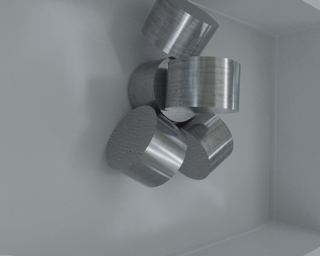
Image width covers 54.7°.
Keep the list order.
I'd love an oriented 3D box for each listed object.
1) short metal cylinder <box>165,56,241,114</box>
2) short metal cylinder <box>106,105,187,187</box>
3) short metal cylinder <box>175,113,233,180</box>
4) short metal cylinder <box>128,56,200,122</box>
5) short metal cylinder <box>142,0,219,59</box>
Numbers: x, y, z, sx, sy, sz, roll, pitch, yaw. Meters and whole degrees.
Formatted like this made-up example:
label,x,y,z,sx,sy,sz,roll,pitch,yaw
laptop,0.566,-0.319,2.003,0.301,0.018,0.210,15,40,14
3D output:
label,x,y,z,sx,sy,sz,roll,pitch,yaw
short metal cylinder,0.047,-0.044,0.342,0.081,0.080,0.050,4,88,-40
short metal cylinder,-0.016,0.021,0.355,0.050,0.080,0.080,36,68,-34
short metal cylinder,0.049,0.021,0.409,0.050,0.080,0.080,-35,112,-34
short metal cylinder,0.007,-0.047,0.393,0.081,0.050,0.080,0,90,-40
short metal cylinder,0.025,-0.124,0.381,0.081,0.080,0.050,5,130,-40
